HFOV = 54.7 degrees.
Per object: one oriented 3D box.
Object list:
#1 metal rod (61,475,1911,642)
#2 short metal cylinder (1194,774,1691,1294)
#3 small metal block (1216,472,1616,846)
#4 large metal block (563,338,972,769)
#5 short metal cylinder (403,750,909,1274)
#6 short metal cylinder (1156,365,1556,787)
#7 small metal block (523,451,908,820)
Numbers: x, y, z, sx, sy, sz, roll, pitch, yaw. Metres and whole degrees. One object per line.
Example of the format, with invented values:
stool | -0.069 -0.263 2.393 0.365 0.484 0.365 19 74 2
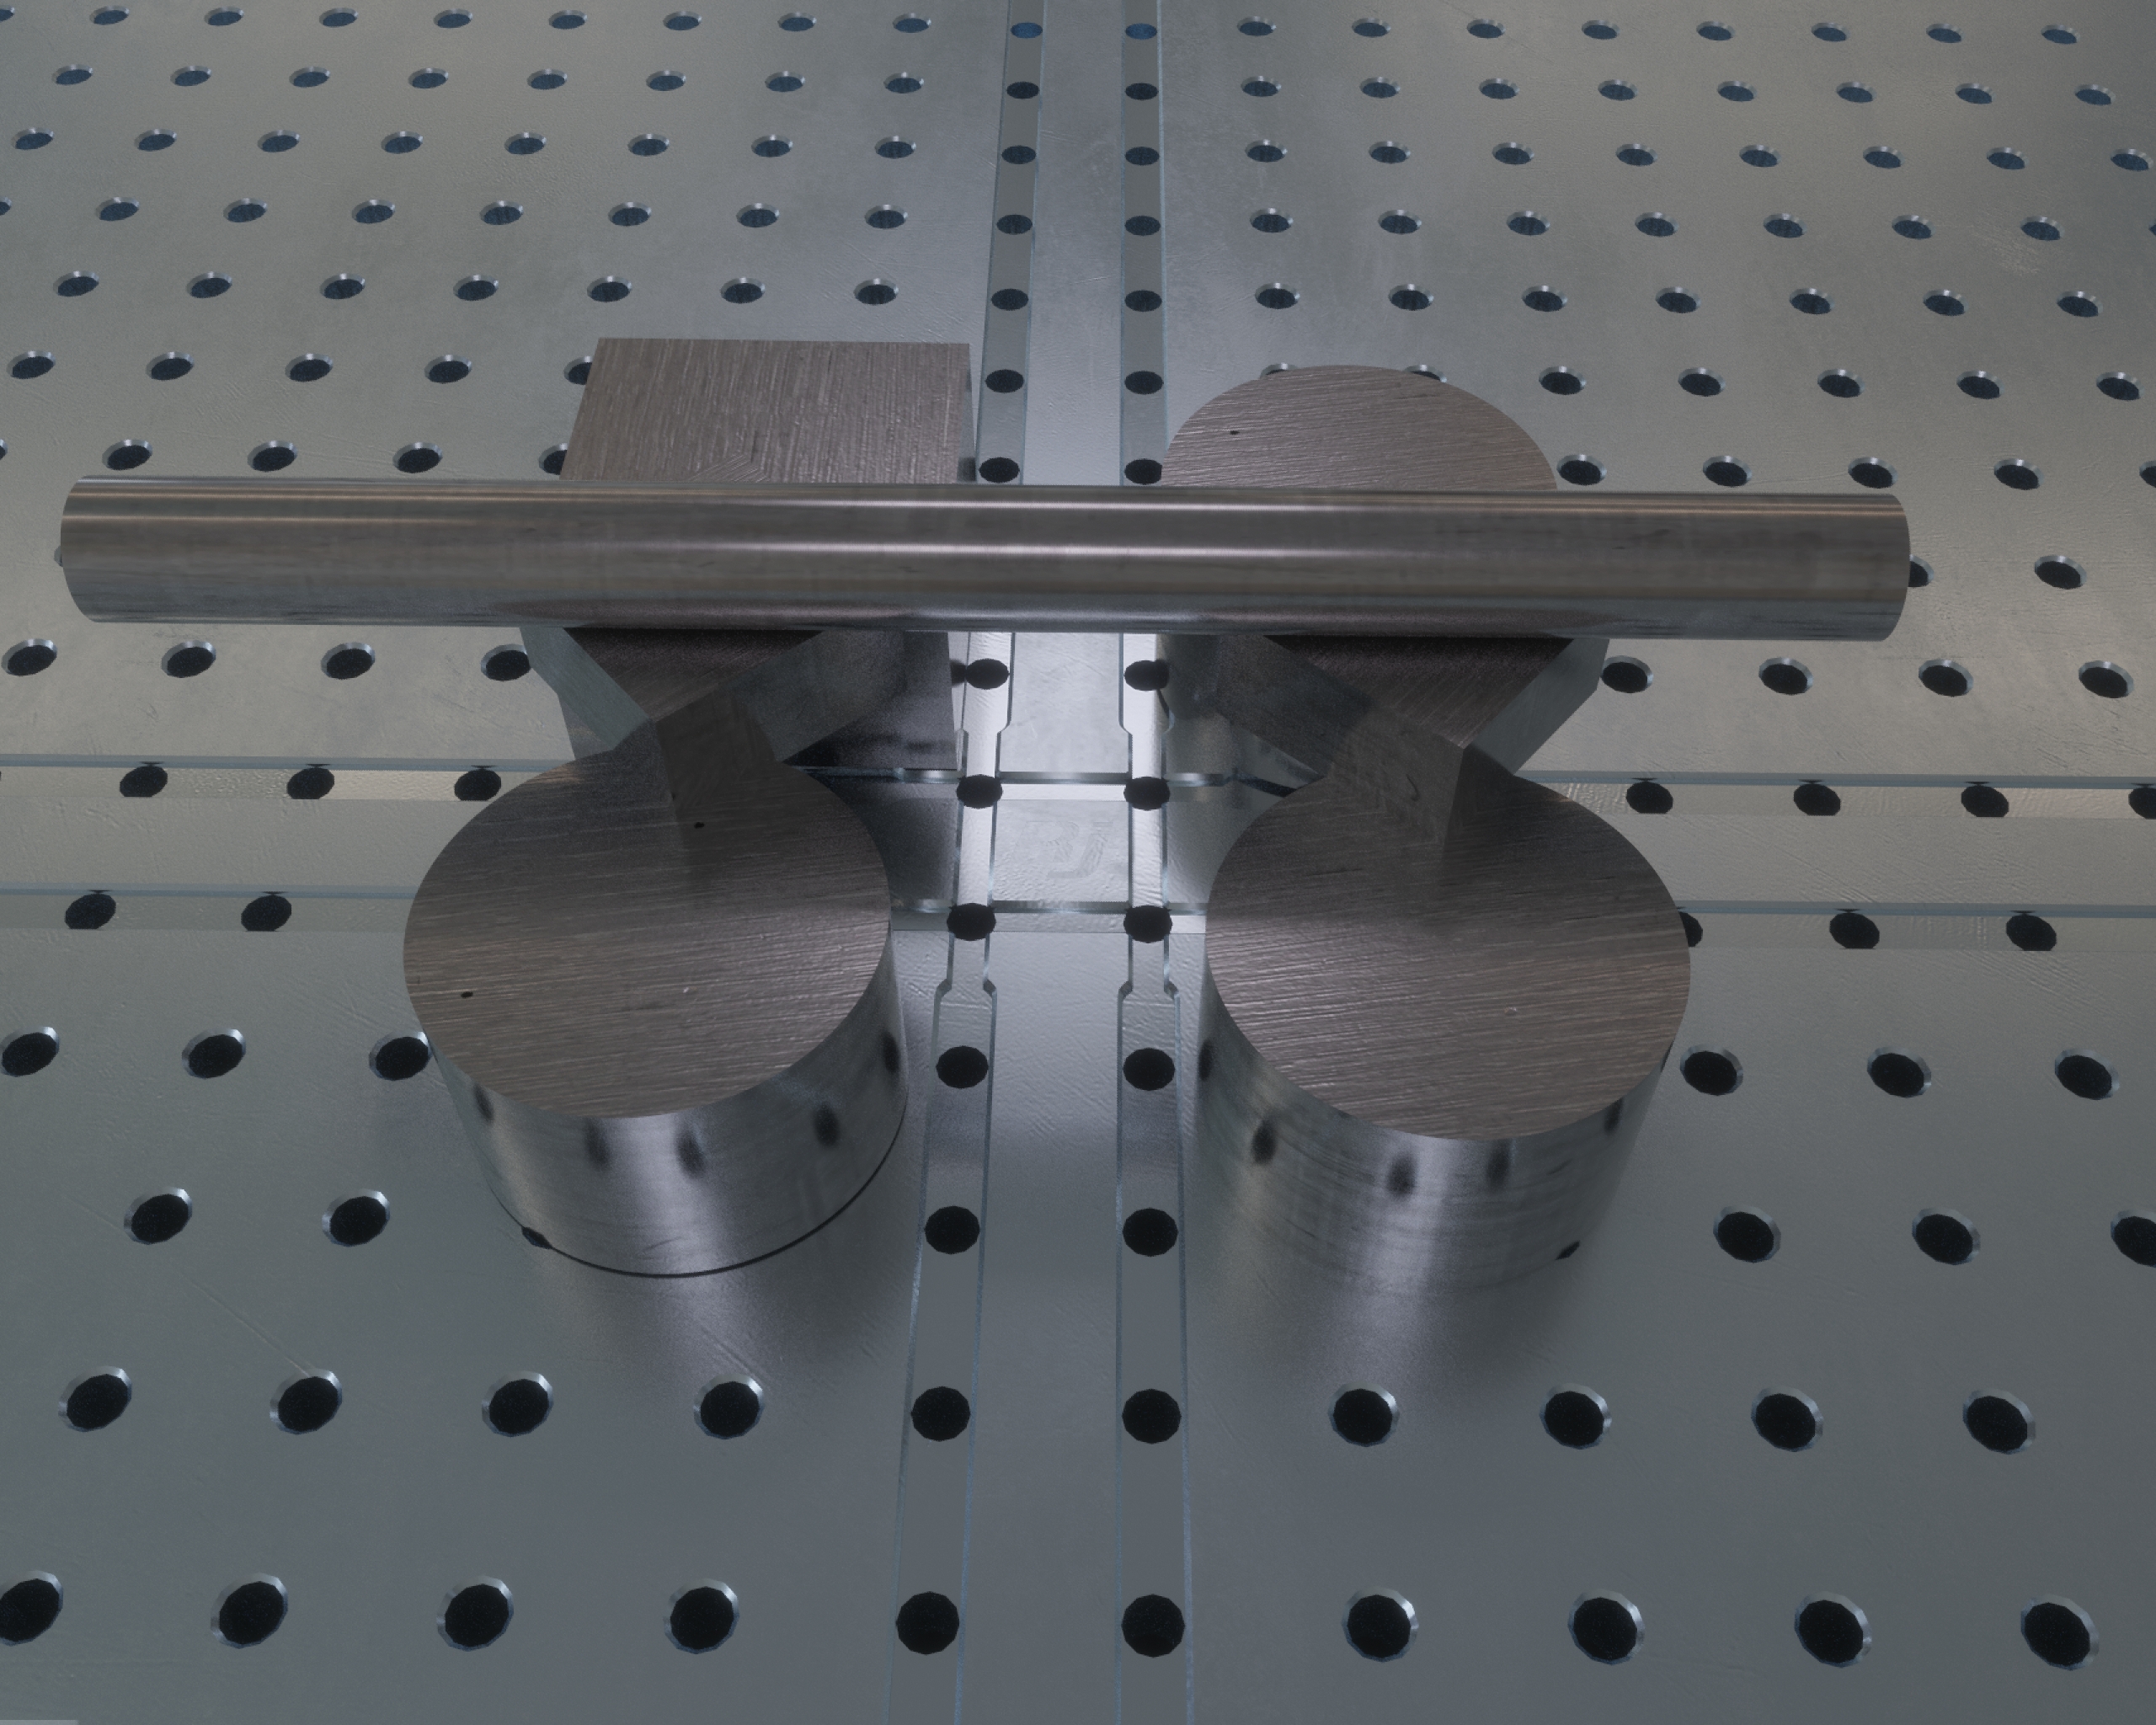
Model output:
metal rod | -0.015 -0.051 0.353 0.302 0.025 0.025 1 50 0
short metal cylinder | 0.062 0.028 0.368 0.080 0.050 0.080 0 50 0
small metal block | 0.061 -0.038 0.375 0.050 0.025 0.050 33 57 24
large metal block | -0.065 -0.067 0.446 0.080 0.050 0.080 1 50 1
short metal cylinder | -0.072 0.025 0.369 0.080 0.050 0.080 0 50 0
short metal cylinder | 0.057 -0.061 0.443 0.080 0.050 0.080 0 50 0
small metal block | -0.067 -0.042 0.378 0.050 0.025 0.050 -33 57 -25
